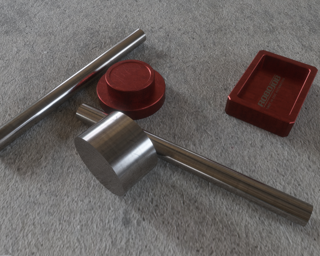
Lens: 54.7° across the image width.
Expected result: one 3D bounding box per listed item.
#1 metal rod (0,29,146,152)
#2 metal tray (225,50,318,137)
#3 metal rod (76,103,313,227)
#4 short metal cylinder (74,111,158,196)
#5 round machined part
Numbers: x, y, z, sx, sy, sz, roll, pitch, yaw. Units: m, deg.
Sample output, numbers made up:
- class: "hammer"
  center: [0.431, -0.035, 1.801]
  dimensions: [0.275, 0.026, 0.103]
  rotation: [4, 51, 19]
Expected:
- class: "metal rod"
  center: [-0.123, -0.068, 0.459]
  dimensions: [0.025, 0.025, 0.301]
  rotation: [29, 56, 22]
- class: "metal tray"
  center: [0.162, -0.055, 0.447]
  dimensions: [0.090, 0.030, 0.130]
  rotation: [25, 54, 19]
- class: "metal rod"
  center: [0.025, 0.035, 0.373]
  dimensions: [0.301, 0.025, 0.025]
  rotation: [24, 54, 18]
- class: "short metal cylinder"
  center: [-0.049, 0.028, 0.343]
  dimensions: [0.080, 0.080, 0.050]
  rotation: [36, 59, 26]
- class: "round machined part"
  center: [-0.041, -0.061, 0.443]
  dimensions: [0.099, 0.042, 0.098]
  rotation: [0, 50, 0]
